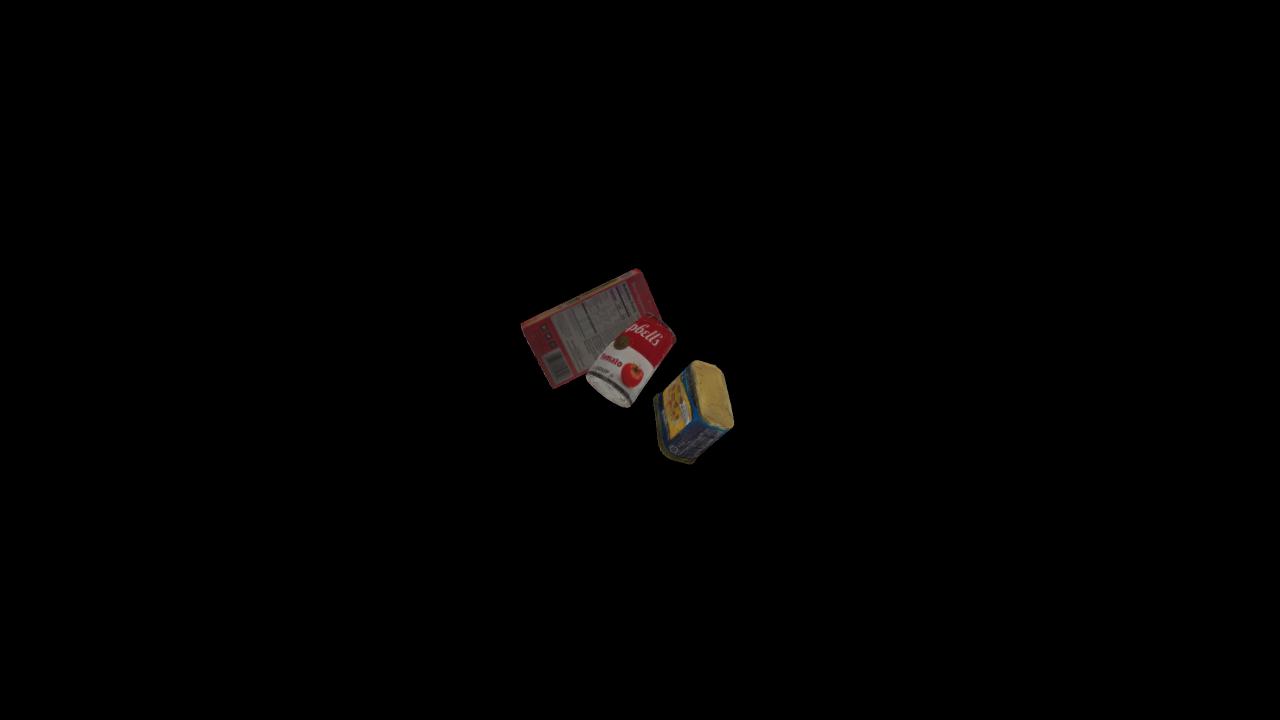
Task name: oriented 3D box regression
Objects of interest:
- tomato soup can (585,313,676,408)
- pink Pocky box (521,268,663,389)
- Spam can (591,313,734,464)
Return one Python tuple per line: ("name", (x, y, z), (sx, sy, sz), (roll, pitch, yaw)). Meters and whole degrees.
("tomato soup can", (-0.011, -0.002, 0.738), (0.068, 0.101, 0.068), (32, -17, 11))
("pink Pocky box", (-0.053, -0.038, 0.727), (0.155, 0.084, 0.029), (-27, 23, -6))
("Spam can", (0.065, 0.063, 0.759), (0.058, 0.101, 0.085), (17, -46, -27))
